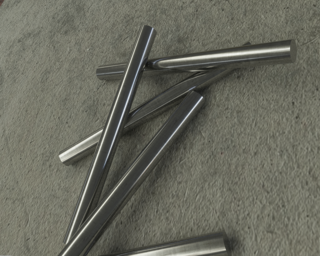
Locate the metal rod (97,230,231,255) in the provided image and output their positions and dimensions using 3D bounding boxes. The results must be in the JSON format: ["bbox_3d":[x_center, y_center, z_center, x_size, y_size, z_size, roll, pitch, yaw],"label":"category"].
[{"bbox_3d":[-0.072,0.156,0.345,0.301,0.025,0.025,-18,55,17],"label":"metal rod"}]

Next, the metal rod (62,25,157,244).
[{"bbox_3d":[-0.061,0.001,0.405,0.025,0.025,0.299,10,75,32],"label":"metal rod"}]

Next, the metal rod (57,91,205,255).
[{"bbox_3d":[-0.042,0.072,0.362,0.025,0.025,0.300,26,70,37],"label":"metal rod"}]

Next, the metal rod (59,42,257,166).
[{"bbox_3d":[-0.009,-0.029,0.426,0.300,0.025,0.025,-29,52,9],"label":"metal rod"}]

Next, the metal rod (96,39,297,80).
[{"bbox_3d":[0.022,-0.086,0.418,0.300,0.025,0.025,2,63,38],"label":"metal rod"}]
